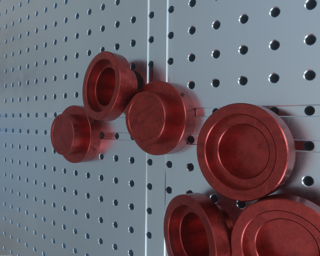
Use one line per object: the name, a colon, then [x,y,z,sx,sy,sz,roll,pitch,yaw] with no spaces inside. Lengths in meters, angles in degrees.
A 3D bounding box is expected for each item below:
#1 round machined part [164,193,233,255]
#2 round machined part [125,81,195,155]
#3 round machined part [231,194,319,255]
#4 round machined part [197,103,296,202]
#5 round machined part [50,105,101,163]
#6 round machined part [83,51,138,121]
round machined part: [0.047,0.122,0.347,0.098,0.042,0.097,1,91,60]
round machined part: [-0.007,-0.013,0.405,0.098,0.042,0.097,0,90,40]
round machined part: [0.121,0.111,0.294,0.098,0.042,0.097,1,92,33]
round machined part: [0.091,0.024,0.323,0.098,0.042,0.097,0,89,40]
round machined part: [-0.147,0.011,0.522,0.098,0.042,0.097,0,90,40]
round machined part: [-0.069,-0.058,0.451,0.098,0.042,0.098,-6,81,46]
